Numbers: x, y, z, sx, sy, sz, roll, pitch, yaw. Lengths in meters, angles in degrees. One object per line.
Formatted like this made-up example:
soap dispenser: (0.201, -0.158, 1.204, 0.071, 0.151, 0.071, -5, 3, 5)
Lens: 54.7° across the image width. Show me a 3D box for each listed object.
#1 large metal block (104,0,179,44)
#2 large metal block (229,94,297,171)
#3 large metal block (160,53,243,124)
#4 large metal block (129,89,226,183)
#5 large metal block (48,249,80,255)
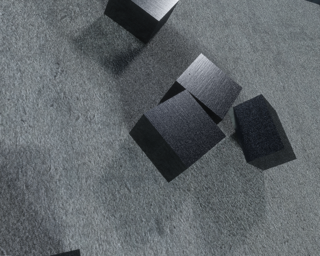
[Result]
large metal block: (-0.028, -0.193, 0.490, 0.080, 0.050, 0.080, 36, 51, -5)
large metal block: (0.145, 0.009, 0.438, 0.080, 0.050, 0.080, 24, 45, -54)
large metal block: (0.061, -0.049, 0.450, 0.080, 0.050, 0.080, 40, 51, -1)
large metal block: (0.022, 0.009, 0.394, 0.081, 0.050, 0.080, -33, 80, -38)
large metal block: (-0.102, 0.149, 0.242, 0.081, 0.050, 0.080, -2, 63, -29)
